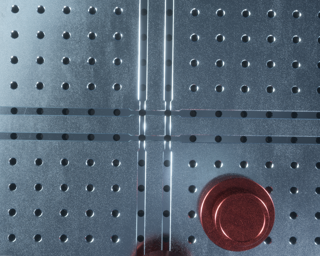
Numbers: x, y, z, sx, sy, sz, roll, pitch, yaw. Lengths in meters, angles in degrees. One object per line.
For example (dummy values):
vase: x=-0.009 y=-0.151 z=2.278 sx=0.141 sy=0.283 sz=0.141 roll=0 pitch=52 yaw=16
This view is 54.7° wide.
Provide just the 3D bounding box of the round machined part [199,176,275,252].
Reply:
round machined part: x=0.103 y=0.114 z=0.406 sx=0.099 sy=0.042 sz=0.097 roll=0 pitch=90 yaw=-1

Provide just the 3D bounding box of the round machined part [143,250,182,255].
round machined part: x=0.003 y=0.208 z=0.405 sx=0.099 sy=0.042 sz=0.097 roll=0 pitch=90 yaw=-1
